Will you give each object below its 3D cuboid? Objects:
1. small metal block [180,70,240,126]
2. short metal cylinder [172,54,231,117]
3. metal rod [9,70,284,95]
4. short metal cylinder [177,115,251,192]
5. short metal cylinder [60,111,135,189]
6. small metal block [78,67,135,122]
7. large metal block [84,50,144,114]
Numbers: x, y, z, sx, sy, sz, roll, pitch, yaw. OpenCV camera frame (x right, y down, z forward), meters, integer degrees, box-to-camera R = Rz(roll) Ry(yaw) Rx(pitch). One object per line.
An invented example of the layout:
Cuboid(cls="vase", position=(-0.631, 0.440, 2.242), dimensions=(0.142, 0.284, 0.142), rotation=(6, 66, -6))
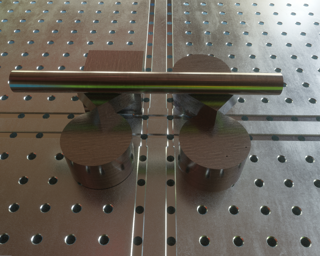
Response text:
Cuboid(cls="small metal block", position=(0.061, -0.038, 0.375), dimensions=(0.050, 0.025, 0.050), rotation=(33, 57, 24))
Cuboid(cls="short metal cylinder", position=(0.057, -0.061, 0.443), dimensions=(0.080, 0.050, 0.080), rotation=(0, 50, 0))
Cuboid(cls="metal rod", position=(-0.015, -0.051, 0.353), dimensions=(0.302, 0.025, 0.025), rotation=(1, 50, 0))
Cuboid(cls="short metal cylinder", position=(0.062, 0.028, 0.368), dimensions=(0.080, 0.050, 0.080), rotation=(0, 50, 0))
Cuboid(cls="short metal cylinder", position=(-0.072, 0.025, 0.369), dimensions=(0.080, 0.050, 0.080), rotation=(0, 50, 0))
Cuboid(cls="small metal block", position=(-0.067, -0.042, 0.378), dimensions=(0.050, 0.025, 0.050), rotation=(-33, 57, -25))
Cuboid(cls="large metal block", position=(-0.065, -0.067, 0.446), dimensions=(0.080, 0.050, 0.080), rotation=(1, 50, 1))
